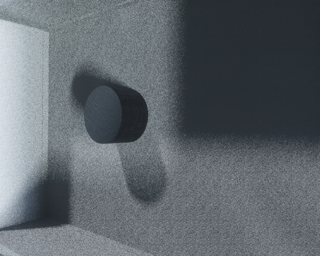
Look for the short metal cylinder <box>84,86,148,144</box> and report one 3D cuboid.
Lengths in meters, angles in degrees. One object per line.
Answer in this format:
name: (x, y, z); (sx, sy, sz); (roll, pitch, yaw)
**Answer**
short metal cylinder: (-0.064, -0.018, 0.444); (0.080, 0.050, 0.080); (0, 90, 40)
